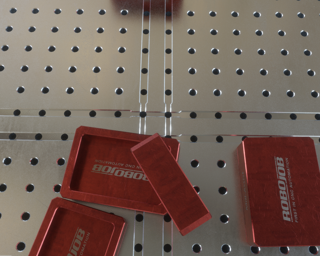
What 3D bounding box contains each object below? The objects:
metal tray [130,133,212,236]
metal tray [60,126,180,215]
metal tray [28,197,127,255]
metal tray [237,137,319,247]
[{"bbox_3d":[0.014,0.065,0.331,0.030,0.130,0.090,-32,73,-5],"label":"metal tray"},{"bbox_3d":[-0.046,0.051,0.381,0.131,0.030,0.090,8,73,7],"label":"metal tray"},{"bbox_3d":[-0.101,0.154,0.351,0.090,0.030,0.130,16,71,5],"label":"metal tray"},{"bbox_3d":[0.150,0.077,0.383,0.091,0.030,0.130,-1,70,-1],"label":"metal tray"}]
